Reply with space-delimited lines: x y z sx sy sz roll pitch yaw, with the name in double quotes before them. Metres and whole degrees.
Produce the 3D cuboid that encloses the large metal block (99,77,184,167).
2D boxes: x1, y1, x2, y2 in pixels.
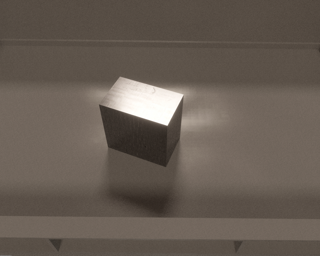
"large metal block" -0.020 -0.006 0.375 0.080 0.080 0.050 18 52 14
